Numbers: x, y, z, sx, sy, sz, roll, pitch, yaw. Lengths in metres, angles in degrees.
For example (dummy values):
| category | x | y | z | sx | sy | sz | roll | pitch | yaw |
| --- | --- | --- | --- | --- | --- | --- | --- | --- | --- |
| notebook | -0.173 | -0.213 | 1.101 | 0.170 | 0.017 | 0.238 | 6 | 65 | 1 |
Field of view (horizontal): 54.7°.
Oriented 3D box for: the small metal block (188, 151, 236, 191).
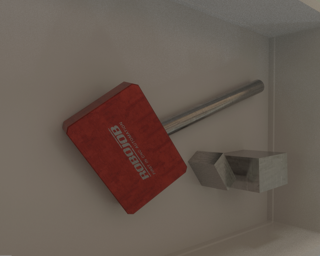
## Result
| category | x | y | z | sx | sy | sz | roll | pitch | yaw |
| --- | --- | --- | --- | --- | --- | --- | --- | --- | --- |
| small metal block | 0.077 | 0.062 | 0.457 | 0.025 | 0.050 | 0.050 | -45 | 117 | -31 |

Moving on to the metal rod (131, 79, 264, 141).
| category | x | y | z | sx | sy | sz | roll | pitch | yaw |
| --- | --- | --- | --- | --- | --- | --- | --- | --- | --- |
| metal rod | 0.067 | -0.027 | 0.465 | 0.302 | 0.025 | 0.025 | -24 | 105 | -38 |

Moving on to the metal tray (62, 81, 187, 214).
| category | x | y | z | sx | sy | sz | roll | pitch | yaw |
| --- | --- | --- | --- | --- | --- | --- | --- | --- | --- |
| metal tray | -0.036 | 0.024 | 0.357 | 0.090 | 0.030 | 0.130 | -37 | 114 | -14 |

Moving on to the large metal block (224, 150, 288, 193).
| category | x | y | z | sx | sy | sz | roll | pitch | yaw |
| --- | --- | --- | --- | --- | --- | --- | --- | --- | --- |
| large metal block | 0.146 | 0.066 | 0.496 | 0.081 | 0.080 | 0.050 | -4 | 93 | -40 |
